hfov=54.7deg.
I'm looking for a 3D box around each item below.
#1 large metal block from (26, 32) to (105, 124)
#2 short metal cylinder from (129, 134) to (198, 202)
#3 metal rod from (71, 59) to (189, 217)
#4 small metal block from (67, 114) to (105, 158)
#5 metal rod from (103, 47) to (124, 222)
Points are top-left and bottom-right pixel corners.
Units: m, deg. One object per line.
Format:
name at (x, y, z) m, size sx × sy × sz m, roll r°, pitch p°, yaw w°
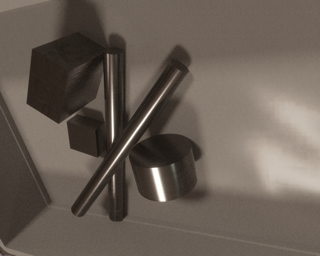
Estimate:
large metal block at (-0.116, -0.065, 0.392) m, size 0.050 × 0.080 × 0.079 m, roll 32°, pitch 128°, yaw 7°
short metal cylinder at (0.005, 0.049, 0.399) m, size 0.080 × 0.080 × 0.050 m, roll 2°, pitch 119°, yaw 27°
metal rod at (-0.055, 0.032, 0.428) m, size 0.025 × 0.025 × 0.298 m, roll 38°, pitch 121°, yaw 2°
small metal block at (-0.111, 0.012, 0.472) m, size 0.050 × 0.025 × 0.050 m, roll 16°, pitch 125°, yaw 19°
metal rod at (-0.067, 0.030, 0.460) m, size 0.025 × 0.025 × 0.298 m, roll 17°, pitch 125°, yaw 18°
